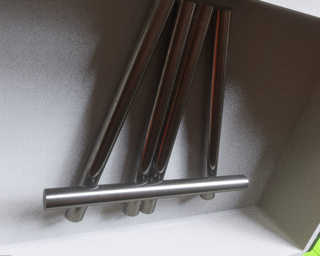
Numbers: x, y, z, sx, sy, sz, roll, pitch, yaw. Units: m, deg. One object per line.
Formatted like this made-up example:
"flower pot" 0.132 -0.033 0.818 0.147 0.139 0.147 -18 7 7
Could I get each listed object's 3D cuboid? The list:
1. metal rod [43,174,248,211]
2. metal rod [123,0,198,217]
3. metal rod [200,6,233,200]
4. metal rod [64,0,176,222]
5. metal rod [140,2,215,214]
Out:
"metal rod" 0.001 0.085 0.426 0.303 0.025 0.025 1 118 -29
"metal rod" -0.007 -0.008 0.398 0.025 0.025 0.298 1 118 -29
"metal rod" 0.076 -0.013 0.440 0.025 0.025 0.298 -15 125 -20
"metal rod" -0.055 -0.010 0.371 0.025 0.025 0.298 13 112 -34
"metal rod" 0.014 -0.008 0.410 0.025 0.025 0.298 1 118 -29
